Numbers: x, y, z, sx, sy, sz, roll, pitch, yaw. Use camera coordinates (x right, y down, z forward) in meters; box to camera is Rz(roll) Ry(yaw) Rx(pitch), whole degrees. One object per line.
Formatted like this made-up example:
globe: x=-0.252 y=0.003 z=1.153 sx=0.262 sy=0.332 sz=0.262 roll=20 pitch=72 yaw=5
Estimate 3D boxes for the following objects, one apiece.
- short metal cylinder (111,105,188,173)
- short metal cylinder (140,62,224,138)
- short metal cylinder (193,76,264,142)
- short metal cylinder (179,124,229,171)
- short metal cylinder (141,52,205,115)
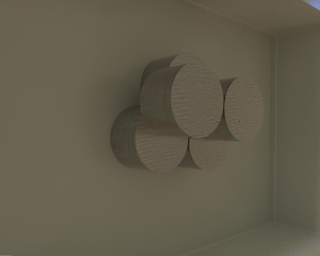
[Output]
short metal cylinder: x=-0.012 y=0.012 z=0.378 sx=0.081 sy=0.050 sz=0.080 roll=0 pitch=90 yaw=-40
short metal cylinder: x=0.025 y=-0.029 z=0.344 sx=0.081 sy=0.050 sz=0.080 roll=0 pitch=90 yaw=-40
short metal cylinder: x=0.088 y=-0.023 z=0.395 sx=0.081 sy=0.050 sz=0.080 roll=0 pitch=90 yaw=-40
short metal cylinder: x=0.051 y=0.017 z=0.431 sx=0.081 sy=0.050 sz=0.080 roll=0 pitch=90 yaw=-40
short metal cylinder: x=0.023 y=-0.055 z=0.407 sx=0.081 sy=0.050 sz=0.080 roll=0 pitch=90 yaw=-40
